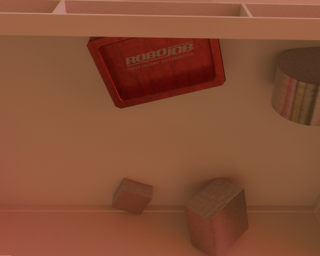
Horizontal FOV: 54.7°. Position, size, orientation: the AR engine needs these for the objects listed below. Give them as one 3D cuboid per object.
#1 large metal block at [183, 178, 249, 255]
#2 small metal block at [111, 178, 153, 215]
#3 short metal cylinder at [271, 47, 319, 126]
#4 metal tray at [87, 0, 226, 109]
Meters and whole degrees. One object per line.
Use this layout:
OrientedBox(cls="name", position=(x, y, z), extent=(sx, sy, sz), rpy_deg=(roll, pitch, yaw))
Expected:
OrientedBox(cls="large metal block", position=(0.087, 0.136, 0.472), extent=(0.081, 0.050, 0.079), rpy_deg=(-31, 121, -33))
OrientedBox(cls="small metal block", position=(-0.045, 0.112, 0.504), extent=(0.050, 0.025, 0.050), rpy_deg=(20, 127, -17))
OrientedBox(cls="short metal cylinder", position=(0.166, -0.047, 0.336), extent=(0.080, 0.080, 0.050), rpy_deg=(-4, 130, 3))
OrientedBox(cls="metal tray", position=(-0.001, -0.077, 0.340), extent=(0.131, 0.030, 0.090), rpy_deg=(-12, 129, 9))
